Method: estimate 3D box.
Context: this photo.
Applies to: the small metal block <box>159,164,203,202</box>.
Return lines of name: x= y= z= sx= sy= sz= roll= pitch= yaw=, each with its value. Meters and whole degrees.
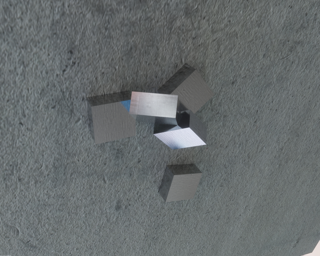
small metal block: x=0.031 y=0.084 z=0.475 sx=0.050 sy=0.025 sz=0.050 roll=1 pitch=118 yaw=-29

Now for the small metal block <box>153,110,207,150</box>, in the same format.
small metal block: x=0.027 y=0.004 z=0.402 sx=0.050 sy=0.025 sz=0.050 roll=-11 pitch=148 yaw=29

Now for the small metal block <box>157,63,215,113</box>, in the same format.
small metal block: x=0.034 y=-0.046 z=0.397 sx=0.050 sy=0.025 sz=0.050 roll=-44 pitch=130 yaw=2

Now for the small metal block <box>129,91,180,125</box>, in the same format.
small metal block: x=-0.004 y=-0.021 z=0.356 sx=0.050 sy=0.050 sz=0.025 roll=5 pitch=82 yaw=7

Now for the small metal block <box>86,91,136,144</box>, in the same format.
small metal block: x=-0.057 y=-0.013 z=0.367 sx=0.050 sy=0.025 sz=0.050 roll=-12 pitch=124 yaw=-21
